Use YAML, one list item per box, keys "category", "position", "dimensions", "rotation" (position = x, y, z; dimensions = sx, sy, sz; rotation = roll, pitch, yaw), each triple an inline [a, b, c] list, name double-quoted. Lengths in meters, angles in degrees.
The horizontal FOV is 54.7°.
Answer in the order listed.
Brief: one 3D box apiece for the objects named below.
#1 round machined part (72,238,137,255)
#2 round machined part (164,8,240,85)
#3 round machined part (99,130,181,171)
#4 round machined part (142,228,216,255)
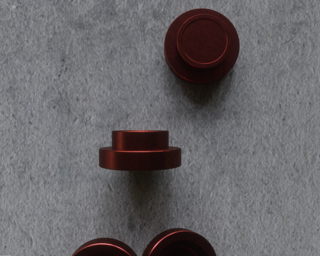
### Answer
- category: "round machined part"
  position: [-0.071, 0.190, 0.401]
  dimensions: [0.099, 0.042, 0.097]
  rotation: [0, 90, -1]
- category: "round machined part"
  position: [0.055, -0.107, 0.402]
  dimensions: [0.099, 0.042, 0.097]
  rotation: [0, 90, -1]
- category: "round machined part"
  position: [-0.023, 0.024, 0.373]
  dimensions: [0.099, 0.098, 0.042]
  rotation: [0, 90, -1]
- category: "round machined part"
  position: [0.021, 0.177, 0.392]
  dimensions: [0.099, 0.042, 0.097]
  rotation: [3, 81, -20]
